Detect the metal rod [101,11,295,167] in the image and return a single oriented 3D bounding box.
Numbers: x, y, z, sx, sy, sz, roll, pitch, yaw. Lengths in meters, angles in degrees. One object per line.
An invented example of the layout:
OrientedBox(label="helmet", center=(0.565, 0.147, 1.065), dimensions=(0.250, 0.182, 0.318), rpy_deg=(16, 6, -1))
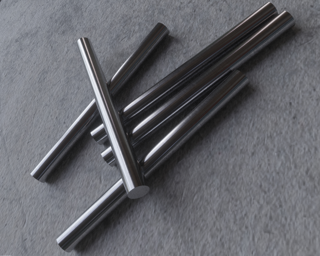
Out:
OrientedBox(label="metal rod", center=(0.048, -0.050, 0.408), dimensions=(0.300, 0.025, 0.025), rpy_deg=(-38, 51, 2))

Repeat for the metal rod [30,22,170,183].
OrientedBox(label="metal rod", center=(-0.086, -0.044, 0.474), dimensions=(0.025, 0.025, 0.300), rpy_deg=(31, 79, 37))

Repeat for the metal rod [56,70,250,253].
OrientedBox(label="metal rod", center=(-0.007, 0.039, 0.382), dimensions=(0.300, 0.025, 0.025), rpy_deg=(-43, 51, -2))

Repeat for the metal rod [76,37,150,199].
OrientedBox(label="metal rod", center=(-0.076, -0.036, 0.430), dimensions=(0.025, 0.025, 0.300), rpy_deg=(-32, 52, 7))

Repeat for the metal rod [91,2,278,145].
OrientedBox(label="metal rod", center=(0.031, -0.073, 0.431), dimensions=(0.300, 0.025, 0.025), rpy_deg=(-36, 51, 4))
